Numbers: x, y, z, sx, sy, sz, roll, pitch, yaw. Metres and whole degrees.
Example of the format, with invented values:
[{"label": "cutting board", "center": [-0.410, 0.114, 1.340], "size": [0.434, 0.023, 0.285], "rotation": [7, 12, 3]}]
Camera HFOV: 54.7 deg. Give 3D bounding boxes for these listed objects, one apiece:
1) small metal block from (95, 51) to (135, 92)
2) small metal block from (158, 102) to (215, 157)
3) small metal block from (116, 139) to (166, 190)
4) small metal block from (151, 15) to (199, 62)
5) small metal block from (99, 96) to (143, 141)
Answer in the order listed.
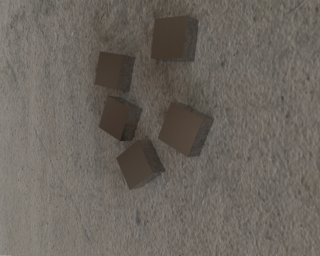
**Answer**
[{"label": "small metal block", "center": [-0.067, -0.084, 0.458], "size": [0.050, 0.025, 0.050], "rotation": [18, 102, 38]}, {"label": "small metal block", "center": [0.031, 0.001, 0.378], "size": [0.050, 0.025, 0.050], "rotation": [31, 109, 35]}, {"label": "small metal block", "center": [-0.027, 0.050, 0.426], "size": [0.050, 0.025, 0.050], "rotation": [-40, 66, 32]}, {"label": "small metal block", "center": [0.018, -0.110, 0.388], "size": [0.050, 0.025, 0.050], "rotation": [10, 96, 39]}, {"label": "small metal block", "center": [-0.058, -0.014, 0.451], "size": [0.050, 0.025, 0.050], "rotation": [29, 108, 35]}]
